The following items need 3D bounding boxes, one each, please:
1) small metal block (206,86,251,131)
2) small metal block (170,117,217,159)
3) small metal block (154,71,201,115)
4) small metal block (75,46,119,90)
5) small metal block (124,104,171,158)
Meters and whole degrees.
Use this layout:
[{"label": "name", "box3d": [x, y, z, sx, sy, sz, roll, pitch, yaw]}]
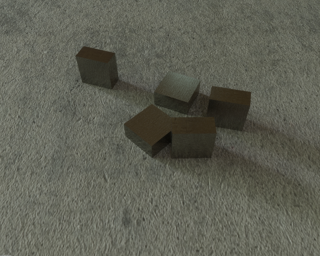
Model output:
[{"label": "small metal block", "box3d": [0.089, -0.025, 0.408, 0.050, 0.050, 0.025, 10, 51, 8]}, {"label": "small metal block", "box3d": [0.039, 0.013, 0.376, 0.050, 0.050, 0.025, -1, 50, -1]}, {"label": "small metal block", "box3d": [0.025, -0.052, 0.446, 0.050, 0.025, 0.050, 19, 53, 15]}, {"label": "small metal block", "box3d": [-0.092, -0.089, 0.461, 0.050, 0.050, 0.025, 15, 52, 12]}, {"label": "small metal block", "box3d": [-0.010, 0.003, 0.401, 0.050, 0.025, 0.050, 37, 59, 27]}]
